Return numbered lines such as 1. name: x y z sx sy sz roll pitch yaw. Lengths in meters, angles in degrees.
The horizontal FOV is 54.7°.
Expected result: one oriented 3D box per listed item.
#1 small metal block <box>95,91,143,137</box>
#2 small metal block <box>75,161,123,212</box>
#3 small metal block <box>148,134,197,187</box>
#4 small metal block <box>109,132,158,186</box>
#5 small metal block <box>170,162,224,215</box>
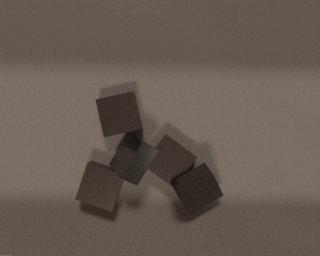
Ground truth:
1. small metal block: -0.053 -0.018 0.411 0.050 0.025 0.050 -13 90 -1
2. small metal block: -0.077 0.076 0.411 0.050 0.025 0.050 19 90 -1
3. small metal block: 0.013 0.043 0.412 0.050 0.025 0.050 37 90 -1
4. small metal block: -0.035 0.038 0.395 0.025 0.050 0.050 31 89 -29
5. small metal block: 0.048 0.079 0.398 0.050 0.025 0.050 -30 134 0
